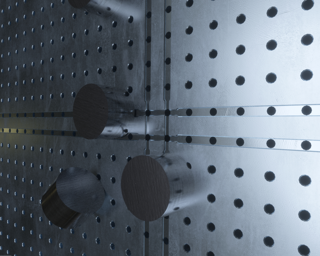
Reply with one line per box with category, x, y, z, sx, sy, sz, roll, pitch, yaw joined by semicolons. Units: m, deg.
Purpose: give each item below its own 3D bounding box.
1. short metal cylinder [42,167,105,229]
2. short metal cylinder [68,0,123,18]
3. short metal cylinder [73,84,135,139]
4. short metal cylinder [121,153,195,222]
short metal cylinder;-0.134;0.108;0.481;0.050;0.081;0.080;-45;63;30
short metal cylinder;-0.098;-0.216;0.471;0.080;0.050;0.079;0;90;39
short metal cylinder;-0.084;-0.024;0.460;0.080;0.050;0.079;0;90;39
short metal cylinder;-0.003;0.073;0.394;0.080;0.050;0.079;0;90;39
